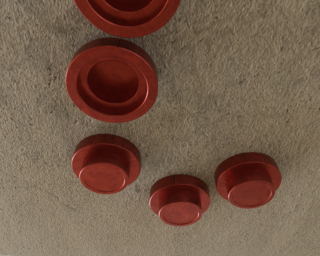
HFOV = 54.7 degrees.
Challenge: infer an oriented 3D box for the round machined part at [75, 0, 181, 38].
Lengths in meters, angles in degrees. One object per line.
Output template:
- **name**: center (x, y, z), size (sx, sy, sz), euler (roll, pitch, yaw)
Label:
- **round machined part**: center (-0.029, -0.136, 0.280), size (0.099, 0.042, 0.097), euler (0, 130, 0)

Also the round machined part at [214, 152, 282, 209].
- **round machined part**: center (0.135, 0.086, 0.470), size (0.099, 0.042, 0.097), euler (0, 130, 0)

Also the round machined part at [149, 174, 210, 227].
- **round machined part**: center (0.032, 0.123, 0.501), size (0.099, 0.042, 0.097), euler (0, 130, 0)

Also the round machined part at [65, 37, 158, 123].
- **round machined part**: center (-0.051, -0.056, 0.348), size (0.099, 0.042, 0.097), euler (0, 130, 0)

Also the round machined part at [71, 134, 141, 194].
- **round machined part**: center (-0.077, 0.058, 0.445), size (0.099, 0.042, 0.097), euler (0, 130, 0)
